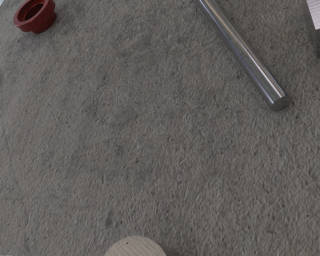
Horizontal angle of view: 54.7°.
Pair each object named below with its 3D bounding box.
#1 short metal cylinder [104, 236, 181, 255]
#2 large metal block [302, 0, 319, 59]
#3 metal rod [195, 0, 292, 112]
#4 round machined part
[{"bbox_3d":[-0.016,0.152,0.303,0.080,0.050,0.080,-13,56,21],"label":"short metal cylinder"},{"bbox_3d":[0.216,-0.136,0.358,0.080,0.050,0.080,-11,57,22],"label":"large metal block"},{"bbox_3d":[0.095,-0.139,0.439,0.025,0.025,0.299,-28,52,10],"label":"metal rod"},{"bbox_3d":[-0.272,-0.250,0.689,0.098,0.042,0.098,-13,56,21],"label":"round machined part"}]
